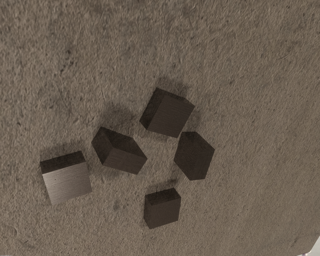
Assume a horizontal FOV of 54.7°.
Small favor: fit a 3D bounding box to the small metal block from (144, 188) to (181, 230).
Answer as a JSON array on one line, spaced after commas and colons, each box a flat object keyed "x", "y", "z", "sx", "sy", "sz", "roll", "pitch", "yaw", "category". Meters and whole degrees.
[{"x": 0.003, "y": 0.127, "z": 0.489, "sx": 0.050, "sy": 0.025, "sz": 0.050, "roll": -10, "pitch": 123, "yaw": -24, "category": "small metal block"}]

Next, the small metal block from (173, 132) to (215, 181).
[{"x": 0.048, "y": 0.039, "z": 0.443, "sx": 0.025, "sy": 0.050, "sz": 0.050, "roll": -1, "pitch": 119, "yaw": -29, "category": "small metal block"}]

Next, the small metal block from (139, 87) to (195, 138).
[{"x": 0.009, "y": -0.019, "z": 0.402, "sx": 0.050, "sy": 0.025, "sz": 0.050, "roll": 16, "pitch": 110, "yaw": -35, "category": "small metal block"}]

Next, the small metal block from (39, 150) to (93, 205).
[{"x": -0.115, "y": 0.061, "z": 0.383, "sx": 0.050, "sy": 0.025, "sz": 0.050, "roll": -16, "pitch": 125, "yaw": -20, "category": "small metal block"}]

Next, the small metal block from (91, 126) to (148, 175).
[{"x": -0.051, "y": 0.028, "z": 0.382, "sx": 0.050, "sy": 0.050, "sz": 0.025, "roll": 23, "pitch": 106, "yaw": -37, "category": "small metal block"}]
